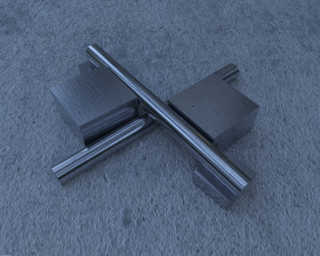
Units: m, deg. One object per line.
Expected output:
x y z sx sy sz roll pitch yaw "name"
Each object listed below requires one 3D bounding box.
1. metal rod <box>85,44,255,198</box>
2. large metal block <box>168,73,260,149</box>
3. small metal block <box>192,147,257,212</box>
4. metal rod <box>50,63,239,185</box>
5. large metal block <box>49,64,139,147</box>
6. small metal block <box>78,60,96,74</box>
-0.006 -0.026 0.393 0.025 0.025 0.300 -32 57 -24 "metal rod"
0.066 -0.015 0.402 0.081 0.050 0.080 -32 57 -24 "large metal block"
0.074 0.058 0.357 0.050 0.025 0.050 -36 59 -26 "small metal block"
-0.003 -0.017 0.420 0.302 0.025 0.025 -32 57 -24 "metal rod"
-0.085 -0.029 0.410 0.081 0.050 0.080 -30 56 -23 "large metal block"
-0.089 -0.084 0.476 0.050 0.025 0.050 -30 56 -23 "small metal block"
